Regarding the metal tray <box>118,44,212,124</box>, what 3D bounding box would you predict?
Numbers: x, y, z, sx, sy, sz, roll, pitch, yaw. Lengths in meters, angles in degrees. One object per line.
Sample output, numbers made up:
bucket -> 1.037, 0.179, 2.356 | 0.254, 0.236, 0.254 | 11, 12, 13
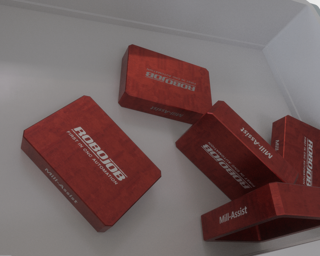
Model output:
metal tray -> 0.010, -0.060, 0.444 | 0.131, 0.030, 0.090 | 13, 56, -21

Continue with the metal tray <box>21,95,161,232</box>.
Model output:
metal tray -> -0.073, 0.035, 0.341 | 0.130, 0.030, 0.091 | 46, 51, 4

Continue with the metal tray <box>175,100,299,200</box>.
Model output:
metal tray -> 0.092, 0.038, 0.389 | 0.130, 0.090, 0.030 | 44, 51, 2

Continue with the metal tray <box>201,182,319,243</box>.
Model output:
metal tray -> 0.117, 0.098, 0.341 | 0.091, 0.129, 0.030 | 10, 58, -23

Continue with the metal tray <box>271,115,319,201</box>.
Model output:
metal tray -> 0.213, 0.055, 0.470 | 0.090, 0.030, 0.130 | 22, 62, -15
